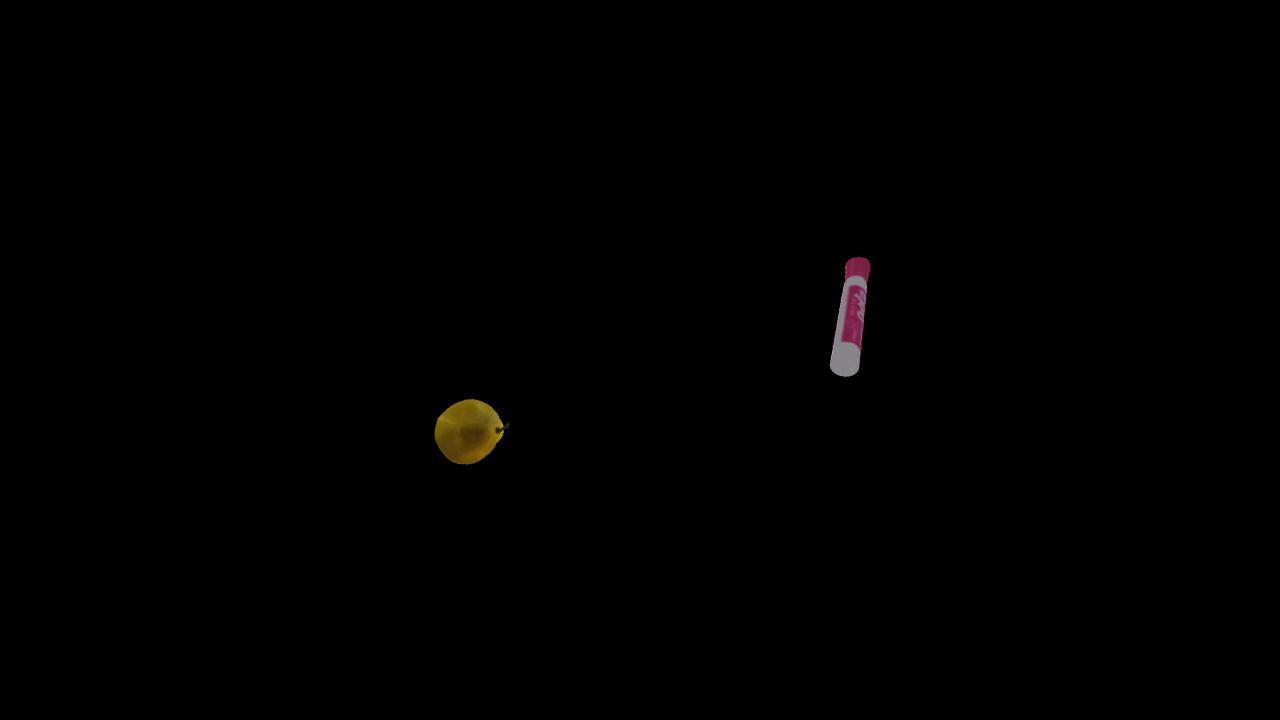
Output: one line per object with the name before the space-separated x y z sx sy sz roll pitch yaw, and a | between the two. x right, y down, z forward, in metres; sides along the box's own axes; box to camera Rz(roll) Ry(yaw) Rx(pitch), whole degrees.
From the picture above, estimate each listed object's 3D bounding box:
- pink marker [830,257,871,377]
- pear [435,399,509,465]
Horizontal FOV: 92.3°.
pink marker | 0.154 -0.036 0.447 0.020 0.020 0.121 0 43 26
pear | -0.191 0.088 0.725 0.080 0.080 0.111 0 3 -40
